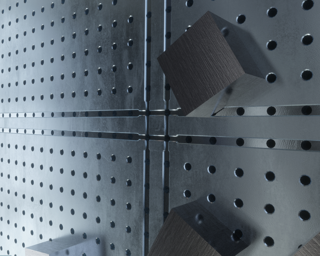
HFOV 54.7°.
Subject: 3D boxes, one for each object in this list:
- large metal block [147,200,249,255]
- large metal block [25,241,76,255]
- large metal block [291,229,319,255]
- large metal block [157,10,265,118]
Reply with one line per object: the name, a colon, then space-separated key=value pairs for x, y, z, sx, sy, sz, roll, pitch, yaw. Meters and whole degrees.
large metal block: x=0.040 y=0.145 z=0.359 sx=0.080 sy=0.050 sz=0.079 roll=37 pitch=113 yaw=33
large metal block: x=-0.193 y=0.251 z=0.549 sx=0.080 sy=0.050 sz=0.080 roll=-9 pitch=85 yaw=39
large metal block: x=0.153 y=0.136 z=0.266 sx=0.080 sy=0.050 sz=0.080 roll=47 pitch=118 yaw=29
large metal block: x=0.055 y=-0.067 z=0.347 sx=0.080 sy=0.050 sz=0.080 roll=-37 pitch=68 yaw=33
